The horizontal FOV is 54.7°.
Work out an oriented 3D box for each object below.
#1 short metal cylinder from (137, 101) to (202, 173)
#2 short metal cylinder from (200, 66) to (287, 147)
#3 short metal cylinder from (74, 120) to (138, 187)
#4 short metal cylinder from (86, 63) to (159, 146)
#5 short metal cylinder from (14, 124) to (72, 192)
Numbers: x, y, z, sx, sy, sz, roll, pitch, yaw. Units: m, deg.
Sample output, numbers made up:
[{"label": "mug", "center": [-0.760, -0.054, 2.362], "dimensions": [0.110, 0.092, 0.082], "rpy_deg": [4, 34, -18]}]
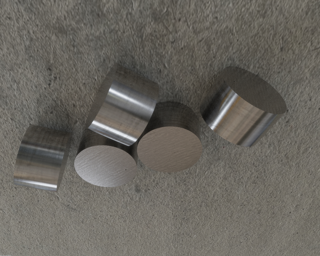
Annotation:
[{"label": "short metal cylinder", "center": [0.012, 0.012, 0.401], "dimensions": [0.081, 0.050, 0.079], "rpy_deg": [0, 130, 0]}, {"label": "short metal cylinder", "center": [0.093, -0.025, 0.350], "dimensions": [0.080, 0.080, 0.050], "rpy_deg": [19, 128, -16]}, {"label": "short metal cylinder", "center": [-0.070, 0.035, 0.420], "dimensions": [0.081, 0.050, 0.079], "rpy_deg": [0, 130, 0]}, {"label": "short metal cylinder", "center": [-0.043, -0.026, 0.348], "dimensions": [0.050, 0.080, 0.080], "rpy_deg": [25, 126, -20]}, {"label": "short metal cylinder", "center": [-0.150, 0.039, 0.403], "dimensions": [0.050, 0.080, 0.079], "rpy_deg": [13, 129, -11]}]
